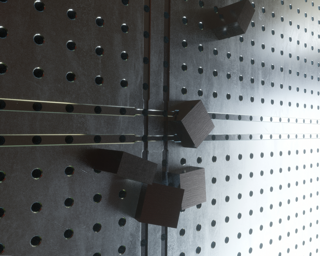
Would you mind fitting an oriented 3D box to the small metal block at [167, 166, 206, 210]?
[{"bbox_3d":[0.039,0.085,0.445,0.050,0.025,0.050,-6,94,-40],"label":"small metal block"}]

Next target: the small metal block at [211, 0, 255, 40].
[{"bbox_3d":[0.116,-0.172,0.492,0.025,0.050,0.050,41,65,-33],"label":"small metal block"}]

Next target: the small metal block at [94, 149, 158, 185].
[{"bbox_3d":[-0.040,0.045,0.361,0.050,0.050,0.025,26,74,-38],"label":"small metal block"}]

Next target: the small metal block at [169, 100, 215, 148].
[{"bbox_3d":[0.048,-0.006,0.451,0.050,0.025,0.050,-46,118,-30],"label":"small metal block"}]

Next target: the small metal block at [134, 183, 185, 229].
[{"bbox_3d":[-0.001,0.098,0.400,0.050,0.025,0.050,16,80,-17],"label":"small metal block"}]
